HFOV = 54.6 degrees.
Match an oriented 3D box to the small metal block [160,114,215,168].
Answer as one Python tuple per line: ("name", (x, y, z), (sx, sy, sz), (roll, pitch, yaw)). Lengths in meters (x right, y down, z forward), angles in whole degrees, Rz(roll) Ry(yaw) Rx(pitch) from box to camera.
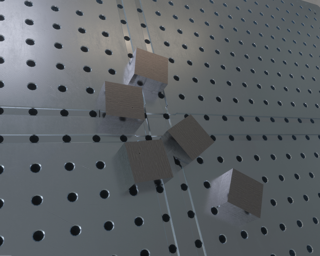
("small metal block", (0.037, 0.017, 0.417), (0.050, 0.025, 0.050), (-34, 81, -38))

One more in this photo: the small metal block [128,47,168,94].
("small metal block", (-0.016, -0.083, 0.449), (0.050, 0.025, 0.050), (15, 56, -20))

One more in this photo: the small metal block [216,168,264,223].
("small metal block", (0.106, 0.089, 0.410), (0.050, 0.025, 0.050), (28, 52, -10))

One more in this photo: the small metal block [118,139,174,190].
("small metal block", (-0.018, 0.043, 0.372), (0.050, 0.025, 0.050), (-4, 64, -30))

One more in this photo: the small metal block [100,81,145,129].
("small metal block", (-0.049, -0.029, 0.399), (0.050, 0.025, 0.050), (7, 59, -25))
